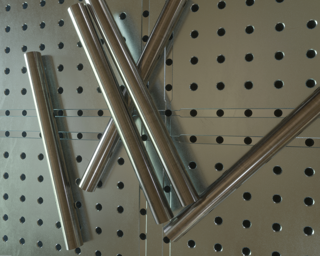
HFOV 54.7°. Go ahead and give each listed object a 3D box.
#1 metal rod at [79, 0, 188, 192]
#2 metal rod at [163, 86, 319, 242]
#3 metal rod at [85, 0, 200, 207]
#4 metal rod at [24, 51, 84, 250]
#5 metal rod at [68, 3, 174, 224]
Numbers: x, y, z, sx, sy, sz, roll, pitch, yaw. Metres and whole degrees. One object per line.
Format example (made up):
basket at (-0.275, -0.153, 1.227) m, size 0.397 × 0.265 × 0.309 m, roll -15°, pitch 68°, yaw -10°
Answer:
metal rod at (-0.039, -0.046, 0.425) m, size 0.025 × 0.025 × 0.298 m, roll 30°, pitch 99°, yaw 17°
metal rod at (0.116, 0.036, 0.371) m, size 0.299 × 0.025 × 0.025 m, roll -45°, pitch 76°, yaw 14°
metal rod at (-0.026, -0.043, 0.394) m, size 0.025 × 0.025 × 0.299 m, roll -27°, pitch 84°, yaw 18°
metal rod at (-0.161, 0.030, 0.467) m, size 0.025 × 0.025 × 0.298 m, roll -16°, pitch 85°, yaw 19°
metal rod at (-0.051, -0.020, 0.402) m, size 0.025 × 0.025 × 0.299 m, roll -23°, pitch 88°, yaw 18°
